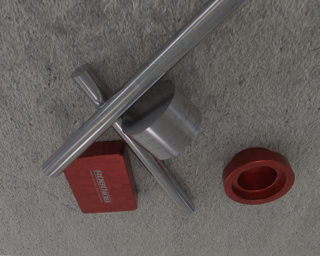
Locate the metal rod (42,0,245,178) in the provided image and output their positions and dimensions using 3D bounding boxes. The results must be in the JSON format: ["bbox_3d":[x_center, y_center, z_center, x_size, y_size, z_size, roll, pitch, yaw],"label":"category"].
[{"bbox_3d":[-0.033,-0.039,0.347,0.299,0.025,0.025,-41,120,20],"label":"metal rod"}]

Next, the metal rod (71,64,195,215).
[{"bbox_3d":[-0.021,0.036,0.437,0.025,0.025,0.300,-22,127,17],"label":"metal rod"}]

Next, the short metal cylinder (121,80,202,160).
[{"bbox_3d":[0.002,-0.010,0.363,0.080,0.080,0.050,-32,123,24],"label":"short metal cylinder"}]

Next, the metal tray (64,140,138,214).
[{"bbox_3d":[-0.088,0.078,0.469,0.091,0.030,0.129,-5,130,4],"label":"metal tray"}]

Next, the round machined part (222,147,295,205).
[{"bbox_3d":[0.140,0.066,0.454,0.099,0.042,0.097,0,130,0],"label":"round machined part"}]
